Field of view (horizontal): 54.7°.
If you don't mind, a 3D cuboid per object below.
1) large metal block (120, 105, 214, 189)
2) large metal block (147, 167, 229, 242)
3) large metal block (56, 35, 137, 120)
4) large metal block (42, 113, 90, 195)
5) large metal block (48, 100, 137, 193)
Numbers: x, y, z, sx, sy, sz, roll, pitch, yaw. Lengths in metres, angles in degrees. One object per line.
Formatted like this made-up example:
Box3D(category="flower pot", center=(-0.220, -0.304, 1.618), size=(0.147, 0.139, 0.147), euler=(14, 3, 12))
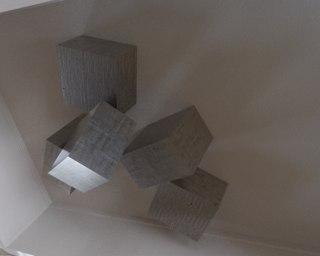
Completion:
Box3D(category="large metal block", center=(0.009, 0.023, 0.382), size=(0.080, 0.080, 0.050), euler=(-23, 106, 36))
Box3D(category="large metal block", center=(0.038, 0.099, 0.433), size=(0.080, 0.050, 0.079), euler=(27, 128, 11))
Box3D(category="large metal block", center=(-0.077, -0.065, 0.391), size=(0.080, 0.050, 0.079), euler=(16, 125, 18))
Box3D(category="large metal block", center=(-0.124, 0.037, 0.459), size=(0.050, 0.080, 0.079), euler=(30, 128, 9))
Box3D(category="large metal block", center=(-0.081, 0.024, 0.372), size=(0.050, 0.080, 0.080), euler=(35, 145, -18))
